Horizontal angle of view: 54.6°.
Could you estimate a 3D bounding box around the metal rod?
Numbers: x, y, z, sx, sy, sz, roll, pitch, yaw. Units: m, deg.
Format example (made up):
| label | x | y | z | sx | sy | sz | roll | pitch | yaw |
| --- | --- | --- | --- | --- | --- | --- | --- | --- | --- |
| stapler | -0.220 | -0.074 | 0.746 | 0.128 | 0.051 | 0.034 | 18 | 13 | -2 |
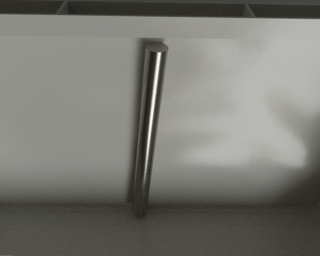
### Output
| label | x | y | z | sx | sy | sz | roll | pitch | yaw |
| --- | --- | --- | --- | --- | --- | --- | --- | --- | --- |
| metal rod | -0.019 | 0.026 | 0.430 | 0.025 | 0.025 | 0.298 | 5 | 130 | -4 |
